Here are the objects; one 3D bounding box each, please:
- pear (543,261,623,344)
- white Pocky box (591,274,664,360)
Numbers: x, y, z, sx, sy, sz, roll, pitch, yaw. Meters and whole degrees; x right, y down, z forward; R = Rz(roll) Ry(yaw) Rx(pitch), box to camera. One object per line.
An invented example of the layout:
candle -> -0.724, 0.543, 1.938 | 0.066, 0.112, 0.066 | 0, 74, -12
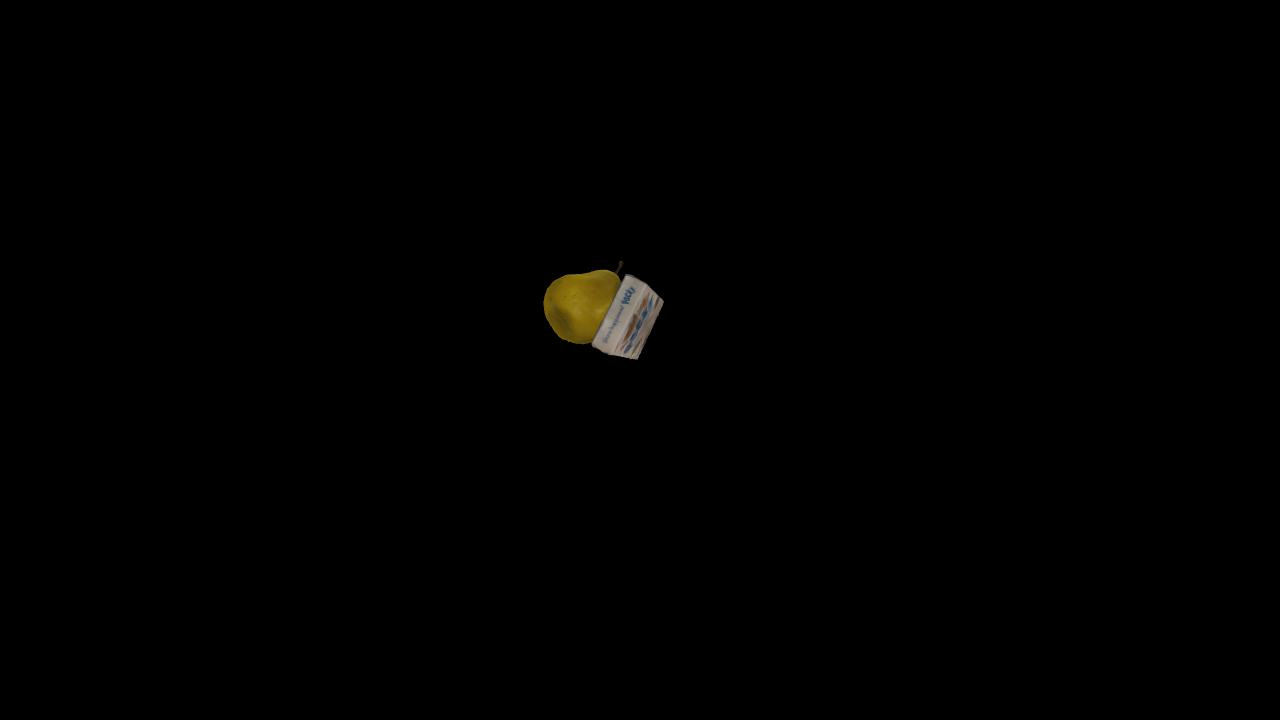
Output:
pear -> -0.052, -0.068, 0.687 | 0.111, 0.080, 0.080 | -36, 20, -31
white Pocky box -> -0.009, -0.044, 0.694 | 0.028, 0.084, 0.154 | 26, 3, 9
